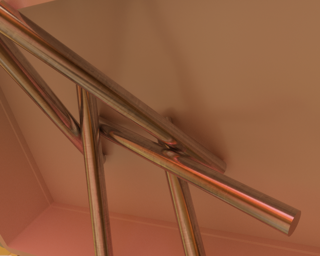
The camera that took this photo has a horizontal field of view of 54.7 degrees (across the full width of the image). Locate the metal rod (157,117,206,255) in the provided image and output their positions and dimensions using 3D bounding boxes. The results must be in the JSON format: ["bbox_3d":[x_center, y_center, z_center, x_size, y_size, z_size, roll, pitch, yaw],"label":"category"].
[{"bbox_3d":[0.037,0.132,0.376,0.025,0.025,0.299,-21,77,36],"label":"metal rod"}]

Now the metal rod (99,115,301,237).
[{"bbox_3d":[0.010,0.037,0.364,0.300,0.025,0.025,23,130,39],"label":"metal rod"}]

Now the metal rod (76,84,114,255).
[{"bbox_3d":[-0.086,0.089,0.422,0.025,0.025,0.298,-5,92,30],"label":"metal rod"}]

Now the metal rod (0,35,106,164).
[{"bbox_3d":[-0.135,-0.031,0.377,0.025,0.025,0.299,10,150,23],"label":"metal rod"}]

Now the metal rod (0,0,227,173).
[{"bbox_3d":[-0.032,-0.023,0.334,0.301,0.025,0.025,35,134,-28],"label":"metal rod"}]
